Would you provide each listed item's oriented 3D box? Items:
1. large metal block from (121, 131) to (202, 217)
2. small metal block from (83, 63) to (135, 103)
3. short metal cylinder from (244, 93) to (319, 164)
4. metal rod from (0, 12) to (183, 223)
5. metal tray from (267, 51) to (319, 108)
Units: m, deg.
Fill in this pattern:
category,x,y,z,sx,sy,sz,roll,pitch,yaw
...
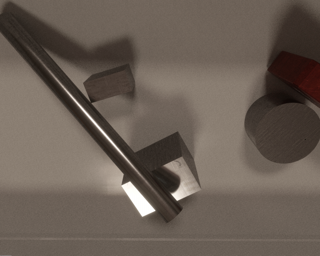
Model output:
category,x,y,z,sx,sy,sz,roll,pitch,yaw
large metal block,0.002,0.057,0.403,0.080,0.080,0.050,-27,108,9
small metal block,-0.060,-0.056,0.377,0.050,0.050,0.025,-16,110,5
short metal cylinder,0.156,-0.001,0.400,0.081,0.050,0.079,0,110,-1
metal rod,-0.083,-0.015,0.353,0.025,0.025,0.300,-43,86,14
metal tray,0.199,-0.038,0.365,0.130,0.090,0.030,32,107,-12
